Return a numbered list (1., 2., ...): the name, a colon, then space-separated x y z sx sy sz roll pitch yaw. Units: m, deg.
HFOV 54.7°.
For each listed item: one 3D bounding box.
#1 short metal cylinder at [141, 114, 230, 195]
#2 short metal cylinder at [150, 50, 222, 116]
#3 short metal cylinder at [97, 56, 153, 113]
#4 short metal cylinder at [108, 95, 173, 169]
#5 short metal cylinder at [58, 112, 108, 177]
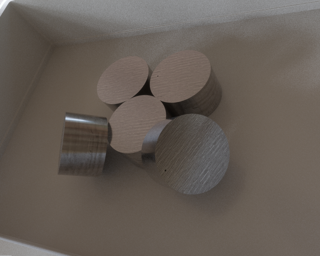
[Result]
1. short metal cylinder: 0.026 0.027 0.329 0.080 0.080 0.050 -58 14 -13
2. short metal cylinder: 0.034 -0.053 0.402 0.080 0.050 0.080 -13 56 20
3. short metal cylinder: -0.041 -0.055 0.440 0.080 0.050 0.080 -13 56 20
4. short metal cylinder: -0.019 0.006 0.391 0.080 0.050 0.080 -13 56 20
5. short metal cylinder: -0.101 0.022 0.399 0.050 0.080 0.080 7 54 -19
